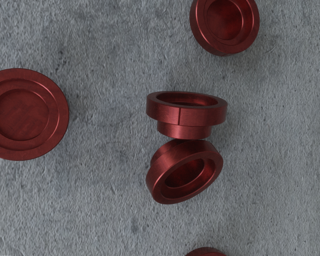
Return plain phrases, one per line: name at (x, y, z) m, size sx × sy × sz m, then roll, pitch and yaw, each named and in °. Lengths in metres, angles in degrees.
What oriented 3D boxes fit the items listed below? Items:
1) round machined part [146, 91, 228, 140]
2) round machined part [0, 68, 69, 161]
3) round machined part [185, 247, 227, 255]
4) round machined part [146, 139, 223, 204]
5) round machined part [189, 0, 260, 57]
round machined part at (0.032, -0.016, 0.384) m, size 0.099 × 0.098 × 0.042 m, roll -2°, pitch 109°, yaw -20°
round machined part at (-0.153, -0.014, 0.343) m, size 0.099 × 0.042 × 0.097 m, roll 0°, pitch 90°, yaw -20°
round machined part at (0.068, 0.220, 0.425) m, size 0.099 × 0.042 × 0.097 m, roll 0°, pitch 90°, yaw -20°
round machined part at (0.027, 0.049, 0.392) m, size 0.099 × 0.042 × 0.097 m, roll -19°, pitch 139°, yaw -17°
round machined part at (0.085, -0.148, 0.431) m, size 0.099 × 0.042 × 0.097 m, roll 0°, pitch 90°, yaw -20°
